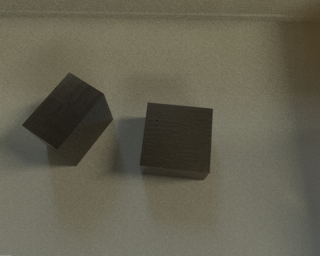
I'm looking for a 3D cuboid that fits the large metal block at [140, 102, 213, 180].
[{"bbox_3d":[0.021,0.018,0.390,0.080,0.050,0.080,6,70,1],"label":"large metal block"}]

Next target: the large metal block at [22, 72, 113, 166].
[{"bbox_3d":[-0.107,-0.008,0.382,0.050,0.080,0.080,33,73,11],"label":"large metal block"}]
